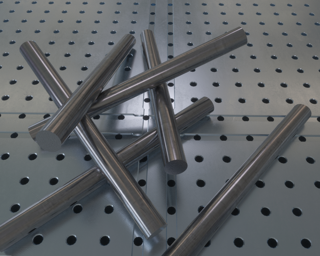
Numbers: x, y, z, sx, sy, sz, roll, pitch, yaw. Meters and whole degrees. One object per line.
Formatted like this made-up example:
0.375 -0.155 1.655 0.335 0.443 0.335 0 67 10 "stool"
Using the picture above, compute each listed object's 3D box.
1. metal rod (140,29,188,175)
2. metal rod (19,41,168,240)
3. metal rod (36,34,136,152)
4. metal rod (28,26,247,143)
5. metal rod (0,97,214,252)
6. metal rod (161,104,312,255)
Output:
-0.003 -0.060 0.435 0.025 0.025 0.300 -6 43 -5 "metal rod"
-0.091 -0.003 0.365 0.025 0.025 0.300 -30 65 -23 "metal rod"
-0.079 -0.069 0.412 0.025 0.025 0.301 8 34 6 "metal rod"
-0.027 -0.057 0.404 0.301 0.025 0.025 -26 53 -1 "metal rod"
-0.049 0.041 0.373 0.302 0.025 0.025 -32 57 -24 "metal rod"
0.094 0.062 0.355 0.025 0.025 0.301 35 58 26 "metal rod"
